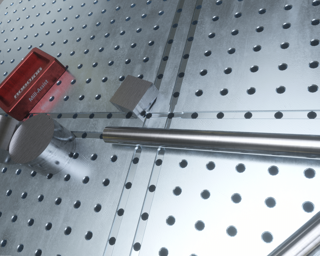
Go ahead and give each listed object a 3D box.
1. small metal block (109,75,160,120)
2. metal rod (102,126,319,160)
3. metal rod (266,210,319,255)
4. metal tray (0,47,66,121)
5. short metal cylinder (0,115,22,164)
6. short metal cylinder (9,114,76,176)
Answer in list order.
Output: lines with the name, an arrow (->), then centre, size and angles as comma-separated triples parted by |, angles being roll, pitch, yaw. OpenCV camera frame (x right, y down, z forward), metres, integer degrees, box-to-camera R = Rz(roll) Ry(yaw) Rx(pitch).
small metal block -> -0.037, -0.046, 0.455 | 0.050, 0.025, 0.050 | 24, 74, 36
metal rod -> 0.059, 0.015, 0.367 | 0.300, 0.025, 0.025 | 2, 63, 29
metal rod -> 0.142, 0.093, 0.276 | 0.300, 0.025, 0.025 | -40, 51, 0
metal tray -> -0.250, -0.086, 0.585 | 0.090, 0.030, 0.130 | 31, 78, 37
short metal cylinder -> -0.252, 0.019, 0.491 | 0.080, 0.080, 0.050 | -6, 59, 25
short metal cylinder -> -0.175, 0.026, 0.465 | 0.080, 0.050, 0.080 | -12, 57, 20
